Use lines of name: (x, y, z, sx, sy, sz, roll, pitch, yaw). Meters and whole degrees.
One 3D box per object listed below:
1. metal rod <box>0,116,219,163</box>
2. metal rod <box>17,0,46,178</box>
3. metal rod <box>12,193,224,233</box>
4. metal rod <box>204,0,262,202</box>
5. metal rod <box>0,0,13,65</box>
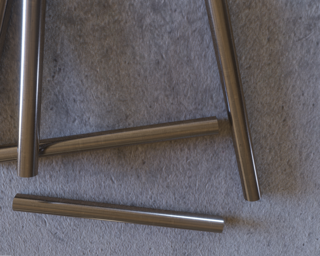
metal rod: (-0.074, 0.016, 0.414, 0.302, 0.025, 0.025, -8, 110, 2)
metal rod: (-0.149, -0.084, 0.361, 0.025, 0.025, 0.298, 8, 104, -3)
metal rod: (-0.058, 0.126, 0.455, 0.302, 0.025, 0.025, 7, 110, -4)
metal rod: (0.096, -0.036, 0.397, 0.025, 0.025, 0.298, -14, 110, 5)
metal rod: (-0.209, -0.079, 0.377, 0.025, 0.025, 0.298, 19, 109, -8)
